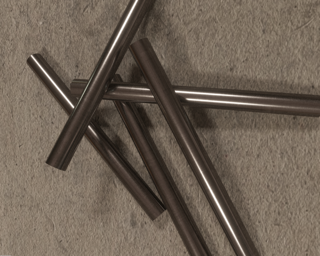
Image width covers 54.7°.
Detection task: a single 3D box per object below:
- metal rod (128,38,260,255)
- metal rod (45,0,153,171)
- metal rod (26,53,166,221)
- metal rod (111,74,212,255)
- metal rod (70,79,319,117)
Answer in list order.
[{"bbox_3d":[0.044,0.035,0.363,0.025,0.025,0.299,-27,93,18],"label":"metal rod"},{"bbox_3d":[-0.059,-0.089,0.385,0.025,0.025,0.299,22,81,18],"label":"metal rod"},{"bbox_3d":[-0.097,0.005,0.441,0.025,0.025,0.300,-45,77,14],"label":"metal rod"},{"bbox_3d":[0.001,0.062,0.407,0.025,0.025,0.299,-30,80,17],"label":"metal rod"},{"bbox_3d":[0.033,-0.039,0.380,0.301,0.025,0.025,6,92,13],"label":"metal rod"}]
